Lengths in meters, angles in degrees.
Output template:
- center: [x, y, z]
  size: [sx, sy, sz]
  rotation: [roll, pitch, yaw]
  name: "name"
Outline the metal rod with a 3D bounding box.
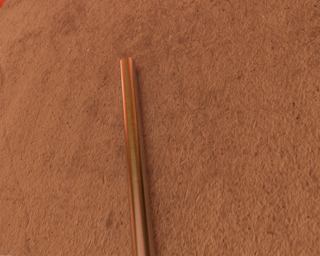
- center: [-0.034, 0.018, 0.411]
  size: [0.025, 0.025, 0.300]
  rotation: [-20, 54, 16]
  name: "metal rod"
